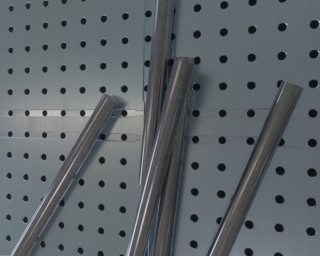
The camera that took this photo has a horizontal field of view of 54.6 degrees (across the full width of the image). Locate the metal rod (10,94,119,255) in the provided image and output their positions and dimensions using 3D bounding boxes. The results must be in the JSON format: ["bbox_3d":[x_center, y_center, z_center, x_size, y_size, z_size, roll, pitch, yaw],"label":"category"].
[{"bbox_3d":[-0.147,0.082,0.465,0.025,0.025,0.299,36,101,16],"label":"metal rod"}]

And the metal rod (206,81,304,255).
[{"bbox_3d":[0.099,0.089,0.377,0.025,0.025,0.299,24,98,18],"label":"metal rod"}]

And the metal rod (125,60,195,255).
[{"bbox_3d":[-0.007,0.065,0.392,0.025,0.025,0.298,18,102,19],"label":"metal rod"}]

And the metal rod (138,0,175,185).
[{"bbox_3d":[-0.002,-0.073,0.413,0.025,0.025,0.298,6,92,20],"label":"metal rod"}]

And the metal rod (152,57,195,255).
[{"bbox_3d":[0.015,0.058,0.407,0.025,0.025,0.298,8,93,20],"label":"metal rod"}]
